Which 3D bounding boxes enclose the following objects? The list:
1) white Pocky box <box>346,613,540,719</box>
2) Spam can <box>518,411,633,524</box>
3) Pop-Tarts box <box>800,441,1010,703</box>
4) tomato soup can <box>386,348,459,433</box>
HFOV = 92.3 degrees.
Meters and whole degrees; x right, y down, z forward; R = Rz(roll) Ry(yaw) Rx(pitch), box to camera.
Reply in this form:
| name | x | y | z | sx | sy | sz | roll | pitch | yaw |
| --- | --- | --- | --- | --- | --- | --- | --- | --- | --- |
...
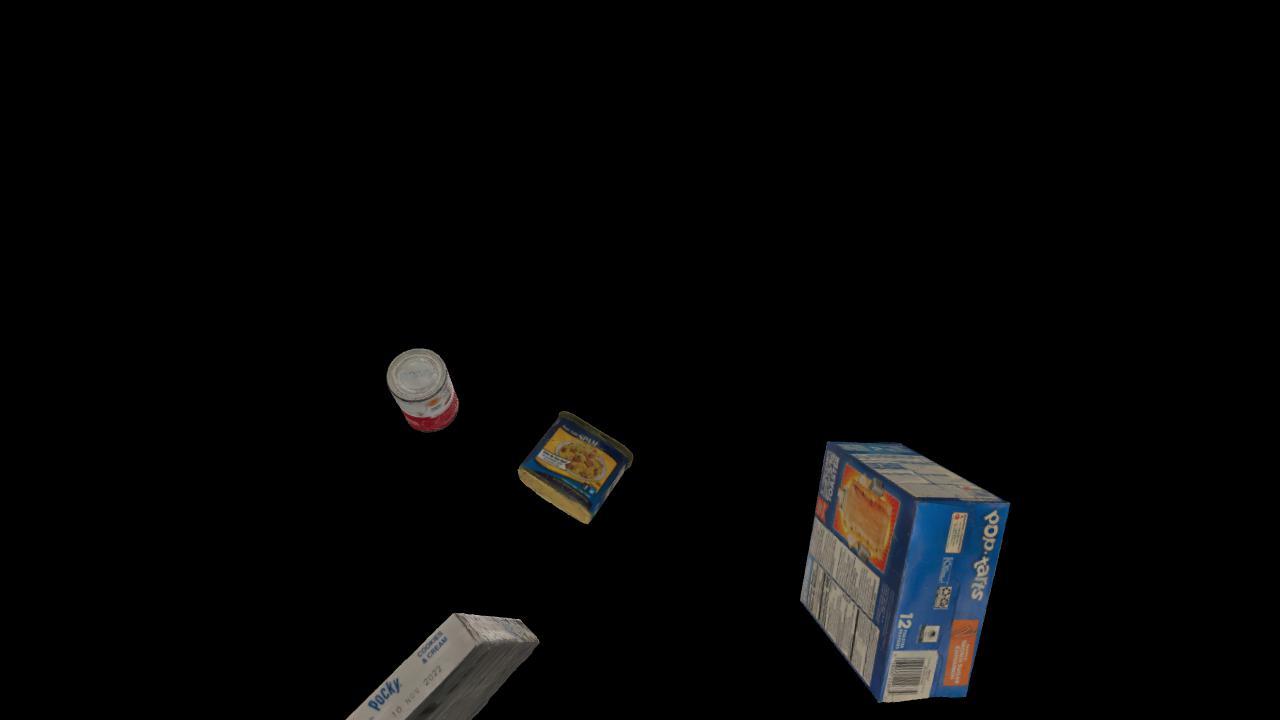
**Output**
| name | x | y | z | sx | sy | sz | roll | pitch | yaw |
| --- | --- | --- | --- | --- | --- | --- | --- | --- | --- |
| white Pocky box | -0.117 | 0.205 | 0.397 | 0.028 | 0.084 | 0.154 | 40 | -16 | 19 |
| Spam can | -0.073 | 0.121 | 0.691 | 0.101 | 0.085 | 0.058 | 29 | -32 | 12 |
| Pop-Tarts box | 0.216 | 0.171 | 0.529 | 0.083 | 0.167 | 0.141 | 5 | 10 | -12 |
| tomato soup can | -0.255 | 0.038 | 0.727 | 0.068 | 0.068 | 0.101 | 0 | -26 | -9 |
